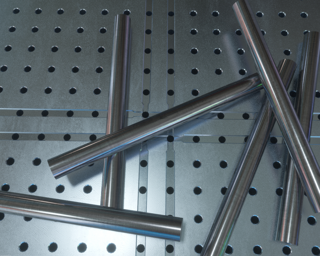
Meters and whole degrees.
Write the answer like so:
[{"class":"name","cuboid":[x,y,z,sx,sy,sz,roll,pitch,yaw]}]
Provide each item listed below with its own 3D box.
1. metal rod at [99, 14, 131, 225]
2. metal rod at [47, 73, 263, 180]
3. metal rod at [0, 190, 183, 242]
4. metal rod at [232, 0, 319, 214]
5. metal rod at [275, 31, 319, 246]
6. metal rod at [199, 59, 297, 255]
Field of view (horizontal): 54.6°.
[{"class":"metal rod","cuboid":[-0.059,-0.025,0.420,0.025,0.025,0.299,1,70,0]},{"class":"metal rod","cuboid":[0.009,-0.010,0.397,0.302,0.025,0.025,-23,72,-16]},{"class":"metal rod","cuboid":[-0.125,0.094,0.357,0.301,0.025,0.025,6,70,9]},{"class":"metal rod","cuboid":[0.151,-0.043,0.400,0.025,0.025,0.299,-12,69,-5]},{"class":"metal rod","cuboid":[0.188,0.000,0.412,0.025,0.025,0.300,15,71,5]},{"class":"metal rod","cuboid":[0.118,0.035,0.399,0.025,0.025,0.300,25,72,9]}]
